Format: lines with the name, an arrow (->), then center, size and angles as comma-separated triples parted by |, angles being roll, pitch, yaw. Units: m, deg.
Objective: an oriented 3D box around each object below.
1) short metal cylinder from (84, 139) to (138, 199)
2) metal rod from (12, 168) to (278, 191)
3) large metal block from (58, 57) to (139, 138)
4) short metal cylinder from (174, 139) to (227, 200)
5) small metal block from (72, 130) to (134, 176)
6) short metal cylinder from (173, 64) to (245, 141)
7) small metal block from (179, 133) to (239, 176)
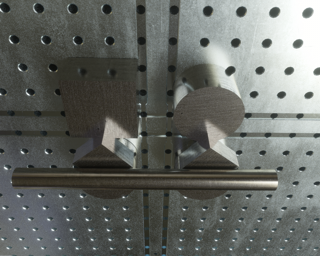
short metal cylinder -> -0.073, 0.057, 0.442 | 0.081, 0.050, 0.079 | 0, 130, 0
metal rod -> -0.016, 0.060, 0.363 | 0.302, 0.025, 0.025 | 1, 130, -1
large metal block -> -0.066, -0.034, 0.364 | 0.081, 0.050, 0.079 | 1, 130, -1
short metal cylinder -> 0.061, 0.059, 0.446 | 0.081, 0.050, 0.079 | 0, 130, 0
small metal block -> -0.068, 0.037, 0.377 | 0.050, 0.025, 0.050 | -33, 123, 24
short metal cylinder -> 0.056, -0.029, 0.371 | 0.081, 0.050, 0.079 | 0, 130, 0
small metal block -> 0.060, 0.041, 0.381 | 0.050, 0.025, 0.050 | 33, 123, -25
